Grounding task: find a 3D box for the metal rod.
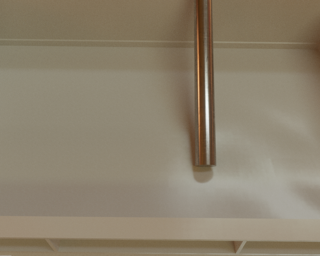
[{"bbox_3d":[0.058,-0.099,0.407,0.025,0.025,0.299,1,76,0],"label":"metal rod"}]
